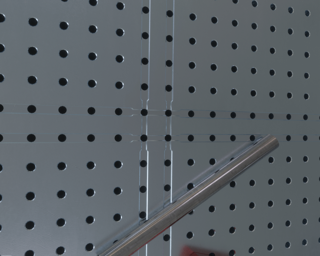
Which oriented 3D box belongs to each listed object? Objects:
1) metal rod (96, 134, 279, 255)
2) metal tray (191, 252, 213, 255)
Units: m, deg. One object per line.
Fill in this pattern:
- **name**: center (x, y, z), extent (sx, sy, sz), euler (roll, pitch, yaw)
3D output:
- **metal rod**: center (0.050, 0.095, 0.431), extent (0.302, 0.025, 0.025), euler (-31, 101, -17)
- **metal tray**: center (0.072, 0.252, 0.436), extent (0.091, 0.030, 0.129), euler (19, 84, -19)
